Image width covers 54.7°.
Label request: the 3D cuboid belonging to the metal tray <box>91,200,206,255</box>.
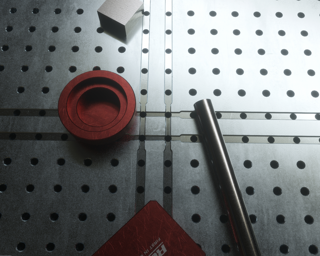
[{"bbox_3d":[-0.024,0.159,0.351,0.130,0.030,0.090,-41,76,-14],"label":"metal tray"}]

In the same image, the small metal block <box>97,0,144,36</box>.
[{"bbox_3d":[-0.059,-0.178,0.476,0.050,0.025,0.050,31,73,10],"label":"small metal block"}]

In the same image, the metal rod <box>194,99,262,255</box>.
[{"bbox_3d":[0.093,0.102,0.375,0.025,0.025,0.299,-13,71,-5],"label":"metal rod"}]

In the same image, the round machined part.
[{"bbox_3d":[-0.080,-0.024,0.411,0.099,0.042,0.098,0,70,-1],"label":"round machined part"}]
